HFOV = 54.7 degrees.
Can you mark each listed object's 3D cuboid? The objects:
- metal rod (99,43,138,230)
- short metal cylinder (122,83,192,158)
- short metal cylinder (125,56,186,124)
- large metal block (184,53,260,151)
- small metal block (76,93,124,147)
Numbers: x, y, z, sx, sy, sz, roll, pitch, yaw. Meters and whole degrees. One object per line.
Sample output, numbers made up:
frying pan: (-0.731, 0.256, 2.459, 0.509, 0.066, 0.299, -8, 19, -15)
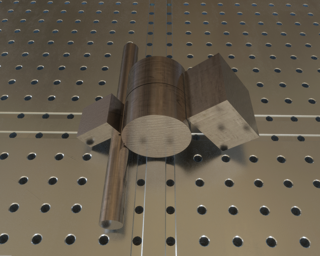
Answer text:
metal rod: (-0.049, -0.015, 0.414, 0.025, 0.025, 0.300, 0, 50, 0)
short metal cylinder: (-0.004, -0.007, 0.373, 0.081, 0.080, 0.050, 0, 50, 0)
short metal cylinder: (-0.003, -0.046, 0.405, 0.081, 0.080, 0.050, 0, 50, 0)
large metal block: (0.075, -0.031, 0.384, 0.050, 0.080, 0.080, -26, 44, 29)
small metal block: (-0.075, -0.010, 0.396, 0.050, 0.025, 0.050, -24, 44, 26)
